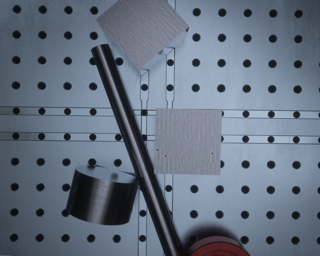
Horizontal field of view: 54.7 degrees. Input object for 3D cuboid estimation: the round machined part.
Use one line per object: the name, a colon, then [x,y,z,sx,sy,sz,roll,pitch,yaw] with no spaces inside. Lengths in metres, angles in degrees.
round machined part: [0.075,0.190,0.406,0.099,0.042,0.097,0,90,0]

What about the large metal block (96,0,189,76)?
large metal block: [-0.021,-0.127,0.400,0.080,0.050,0.080,-41,90,0]

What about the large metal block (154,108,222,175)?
large metal block: [0.034,0.017,0.401,0.081,0.050,0.079,2,90,0]

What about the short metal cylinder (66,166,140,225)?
short metal cylinder: [-0.070,0.081,0.385,0.080,0.080,0.050,13,90,0]

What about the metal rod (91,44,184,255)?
metal rod: [-0.029,0.034,0.413,0.025,0.025,0.299,-20,90,0]
